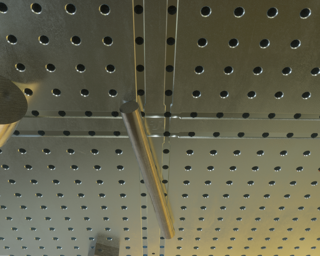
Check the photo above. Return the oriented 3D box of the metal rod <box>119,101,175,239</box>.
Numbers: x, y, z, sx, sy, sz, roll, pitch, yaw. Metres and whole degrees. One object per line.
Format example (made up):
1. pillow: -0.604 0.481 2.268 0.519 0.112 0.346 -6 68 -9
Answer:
1. metal rod: -0.011 0.085 0.484 0.025 0.025 0.298 -8 130 6

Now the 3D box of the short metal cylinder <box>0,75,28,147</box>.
1. short metal cylinder: -0.203 -0.020 0.355 0.080 0.080 0.050 30 124 -24

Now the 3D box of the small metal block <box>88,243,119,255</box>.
1. small metal block: -0.118 0.265 0.636 0.050 0.025 0.050 22 127 -18
